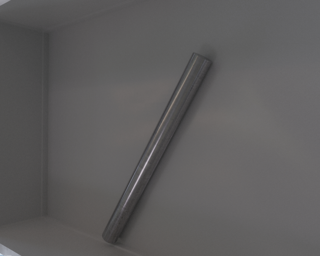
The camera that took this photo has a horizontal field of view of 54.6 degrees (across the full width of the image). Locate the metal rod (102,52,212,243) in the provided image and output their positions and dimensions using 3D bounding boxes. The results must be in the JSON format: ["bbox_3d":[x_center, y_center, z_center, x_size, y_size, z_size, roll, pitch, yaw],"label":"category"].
[{"bbox_3d":[-0.013,0.041,0.418,0.025,0.025,0.298,41,115,32],"label":"metal rod"}]
